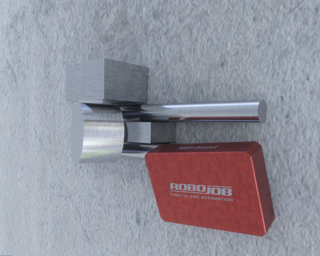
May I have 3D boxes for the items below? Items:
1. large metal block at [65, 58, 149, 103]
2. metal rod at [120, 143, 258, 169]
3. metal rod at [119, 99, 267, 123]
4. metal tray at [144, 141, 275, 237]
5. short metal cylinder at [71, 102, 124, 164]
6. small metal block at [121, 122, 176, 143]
[{"bbox_3d":[-0.072,-0.061,0.429,0.080,0.081,0.050,1,91,39],"label":"large metal block"},{"bbox_3d":[-0.014,0.031,0.416,0.300,0.025,0.025,0,90,39],"label":"metal rod"},{"bbox_3d":[-0.010,-0.020,0.413,0.300,0.025,0.025,1,91,39],"label":"metal rod"},{"bbox_3d":[0.050,0.064,0.342,0.130,0.030,0.089,-5,105,38],"label":"metal tray"},{"bbox_3d":[-0.085,0.007,0.412,0.080,0.050,0.080,-8,81,63],"label":"short metal cylinder"},{"bbox_3d":[-0.014,0.005,0.399,0.050,0.050,0.025,1,91,39],"label":"small metal block"}]
